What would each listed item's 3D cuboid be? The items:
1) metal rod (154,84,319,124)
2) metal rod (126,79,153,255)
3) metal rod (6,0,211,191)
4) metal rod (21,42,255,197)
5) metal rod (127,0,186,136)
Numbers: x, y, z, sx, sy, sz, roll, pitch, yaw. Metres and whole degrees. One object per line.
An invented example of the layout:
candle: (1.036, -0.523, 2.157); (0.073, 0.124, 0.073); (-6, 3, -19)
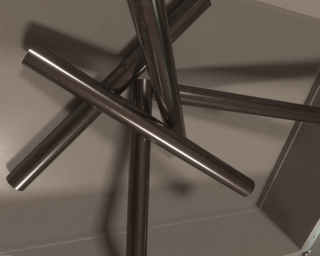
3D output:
metal rod: (0.138, -0.029, 0.426); (0.302, 0.025, 0.025); (6, 116, -18)
metal rod: (-0.026, 0.092, 0.371); (0.025, 0.025, 0.298); (1, 92, -29)
metal rod: (-0.059, -0.041, 0.351); (0.300, 0.025, 0.025); (-44, 130, 2)
metal rod: (-0.005, 0.003, 0.347); (0.301, 0.025, 0.025); (32, 101, -22)
metal rod: (0.007, -0.036, 0.313); (0.025, 0.025, 0.299); (-33, 154, -7)
